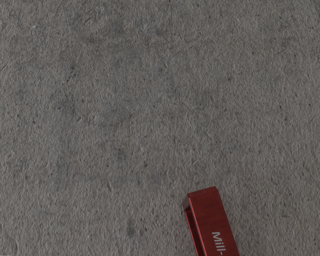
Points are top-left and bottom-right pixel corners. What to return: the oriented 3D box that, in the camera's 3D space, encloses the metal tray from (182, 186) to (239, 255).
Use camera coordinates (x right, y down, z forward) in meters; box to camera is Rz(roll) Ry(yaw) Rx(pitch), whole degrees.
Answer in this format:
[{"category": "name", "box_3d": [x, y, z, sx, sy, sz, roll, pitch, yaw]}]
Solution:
[{"category": "metal tray", "box_3d": [0.058, 0.134, 0.325, 0.030, 0.090, 0.130, -14, 71, -5]}]
